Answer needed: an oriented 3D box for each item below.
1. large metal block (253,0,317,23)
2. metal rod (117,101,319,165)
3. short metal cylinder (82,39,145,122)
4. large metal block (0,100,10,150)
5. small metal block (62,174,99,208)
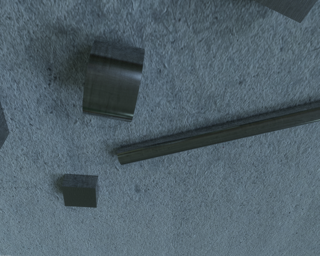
[{"bbox_3d":[0.106,-0.150,0.264,0.081,0.050,0.079,18,128,-15],"label":"large metal block"},{"bbox_3d":[0.088,0.006,0.413,0.301,0.025,0.025,-14,129,11],"label":"metal rod"},{"bbox_3d":[-0.049,-0.049,0.329,0.050,0.080,0.079,10,129,-9],"label":"short metal cylinder"},{"bbox_3d":[-0.229,0.000,0.369,0.050,0.080,0.079,4,130,-4],"label":"large metal block"},{"bbox_3d":[-0.125,0.100,0.491,0.050,0.025,0.050,4,130,-4],"label":"small metal block"}]
